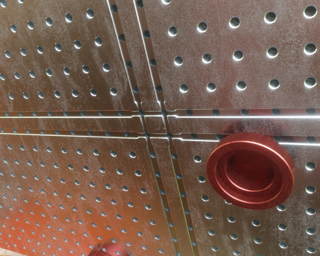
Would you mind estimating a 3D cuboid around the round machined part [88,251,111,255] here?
[{"bbox_3d":[-0.122,0.311,0.655,0.098,0.042,0.097,13,124,20],"label":"round machined part"}]

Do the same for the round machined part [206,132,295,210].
[{"bbox_3d":[0.109,0.047,0.371,0.098,0.042,0.097,13,124,20],"label":"round machined part"}]
